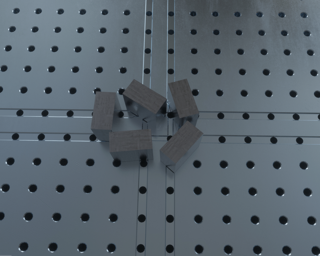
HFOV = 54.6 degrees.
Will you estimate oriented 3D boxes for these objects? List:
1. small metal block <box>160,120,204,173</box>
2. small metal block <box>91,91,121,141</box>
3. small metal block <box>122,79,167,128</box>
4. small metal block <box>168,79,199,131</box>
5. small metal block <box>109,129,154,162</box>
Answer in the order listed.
[{"bbox_3d":[0.026,0.025,0.389,0.025,0.050,0.050,40,75,14],"label":"small metal block"},{"bbox_3d":[-0.069,-0.014,0.403,0.025,0.050,0.050,3,71,1],"label":"small metal block"},{"bbox_3d":[-0.019,-0.031,0.410,0.050,0.050,0.025,32,74,10],"label":"small metal block"},{"bbox_3d":[0.029,-0.029,0.409,0.025,0.050,0.050,-15,70,-5],"label":"small metal block"},{"bbox_3d":[-0.035,0.023,0.390,0.050,0.050,0.025,-5,70,-2],"label":"small metal block"}]
